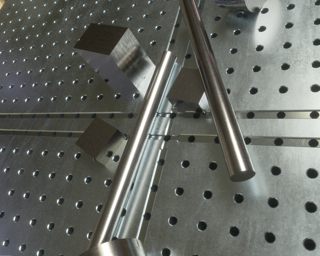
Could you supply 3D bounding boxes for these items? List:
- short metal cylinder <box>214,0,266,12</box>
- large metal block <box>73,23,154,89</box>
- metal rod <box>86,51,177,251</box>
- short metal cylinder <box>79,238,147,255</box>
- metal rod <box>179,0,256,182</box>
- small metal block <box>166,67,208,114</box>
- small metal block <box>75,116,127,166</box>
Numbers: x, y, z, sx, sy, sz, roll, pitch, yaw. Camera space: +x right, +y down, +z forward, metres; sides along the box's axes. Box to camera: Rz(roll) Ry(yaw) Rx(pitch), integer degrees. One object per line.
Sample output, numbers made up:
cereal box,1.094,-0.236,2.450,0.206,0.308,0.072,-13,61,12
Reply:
short metal cylinder,0.118,-0.209,0.440,0.050,0.080,0.080,25,75,36
large metal block,-0.070,-0.111,0.478,0.080,0.080,0.050,20,72,35
metal rod,-0.032,0.023,0.410,0.025,0.025,0.300,5,64,30
short metal cylinder,-0.046,0.152,0.304,0.080,0.080,0.050,-33,52,6
metal rod,0.061,-0.073,0.389,0.025,0.025,0.299,-21,53,16
small metal block,0.044,-0.051,0.416,0.050,0.025,0.050,16,70,34
small metal block,-0.085,0.018,0.442,0.050,0.025,0.050,28,77,37
